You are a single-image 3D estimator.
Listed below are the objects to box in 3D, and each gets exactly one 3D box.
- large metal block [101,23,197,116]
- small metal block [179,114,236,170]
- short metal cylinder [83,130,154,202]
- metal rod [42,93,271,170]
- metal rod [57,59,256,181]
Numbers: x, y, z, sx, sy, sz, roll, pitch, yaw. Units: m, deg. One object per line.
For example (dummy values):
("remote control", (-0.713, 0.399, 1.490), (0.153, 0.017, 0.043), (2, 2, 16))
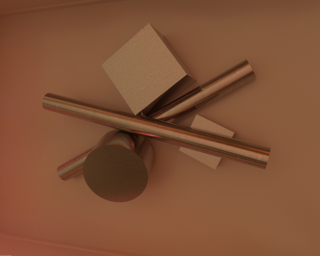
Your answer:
("large metal block", (-0.013, -0.071, 0.399), (0.080, 0.050, 0.080), (-37, 78, 16))
("small metal block", (0.060, 0.016, 0.385), (0.050, 0.025, 0.050), (28, 99, 17))
("short metal cylinder", (-0.051, 0.047, 0.398), (0.080, 0.050, 0.079), (2, 112, 6))
("metal rod", (-0.019, -0.002, 0.388), (0.301, 0.025, 0.025), (15, 95, 19))
("metal rod", (-0.017, -0.002, 0.413), (0.300, 0.025, 0.025), (-29, 81, 17))
